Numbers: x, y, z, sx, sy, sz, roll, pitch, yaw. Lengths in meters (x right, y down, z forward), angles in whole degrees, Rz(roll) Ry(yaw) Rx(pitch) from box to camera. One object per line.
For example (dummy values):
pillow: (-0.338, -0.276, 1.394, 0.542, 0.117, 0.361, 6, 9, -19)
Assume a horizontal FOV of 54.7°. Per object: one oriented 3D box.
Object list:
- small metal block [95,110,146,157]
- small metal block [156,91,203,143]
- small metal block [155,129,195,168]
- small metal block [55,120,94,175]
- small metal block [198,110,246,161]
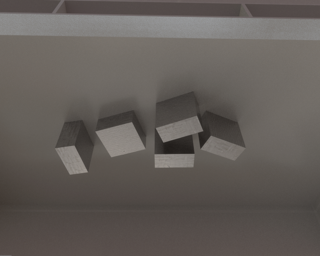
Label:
small metal block: (-0.051, 0.008, 0.416, 0.050, 0.025, 0.050, -14, 129, 11)
small metal block: (0.023, -0.014, 0.381, 0.050, 0.050, 0.025, -17, 128, 13)
small metal block: (0.018, 0.026, 0.415, 0.050, 0.050, 0.025, -1, 130, 0)
small metal block: (-0.112, 0.026, 0.413, 0.025, 0.050, 0.050, -8, 130, 6)
small metal block: (0.078, 0.009, 0.402, 0.050, 0.050, 0.025, 19, 127, -16)
